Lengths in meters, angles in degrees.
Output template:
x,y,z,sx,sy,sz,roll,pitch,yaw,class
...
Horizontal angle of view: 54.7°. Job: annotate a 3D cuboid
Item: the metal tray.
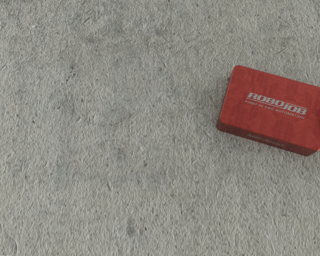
x,y,z,sx,sy,sz,roll,pitch,yaw,class
0.151,-0.024,0.415,0.131,0.030,0.090,17,71,6,metal tray
